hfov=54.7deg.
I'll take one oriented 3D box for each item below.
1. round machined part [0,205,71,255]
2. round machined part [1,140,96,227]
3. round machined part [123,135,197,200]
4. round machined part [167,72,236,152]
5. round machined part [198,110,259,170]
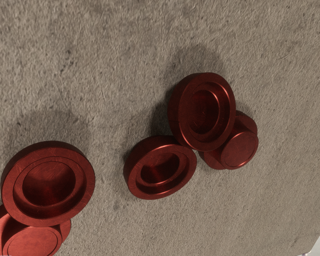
[{"bbox_3d":[-0.162,0.134,0.391,0.099,0.042,0.097,-14,125,-21],"label":"round machined part"},{"bbox_3d":[-0.128,0.060,0.356,0.099,0.042,0.097,-11,113,-26],"label":"round machined part"},{"bbox_3d":[-0.003,0.048,0.421,0.099,0.042,0.097,-14,130,-17],"label":"round machined part"},{"bbox_3d":[0.048,-0.021,0.396,0.099,0.042,0.097,-5,99,-36],"label":"round machined part"},{"bbox_3d":[0.110,0.025,0.474,0.099,0.042,0.097,-14,125,-21],"label":"round machined part"}]
